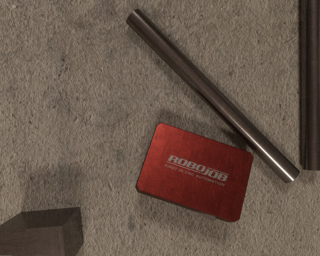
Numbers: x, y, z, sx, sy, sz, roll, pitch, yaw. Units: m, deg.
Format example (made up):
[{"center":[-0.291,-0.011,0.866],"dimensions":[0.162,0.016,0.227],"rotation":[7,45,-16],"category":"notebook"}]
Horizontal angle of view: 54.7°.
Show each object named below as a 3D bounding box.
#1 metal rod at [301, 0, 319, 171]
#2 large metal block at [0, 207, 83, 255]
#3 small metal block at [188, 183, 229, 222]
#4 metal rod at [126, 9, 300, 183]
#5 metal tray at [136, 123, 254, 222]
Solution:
[{"center":[0.202,-0.094,0.412],"dimensions":[0.025,0.025,0.298],"rotation":[0,90,-1],"category":"metal rod"},{"center":[-0.146,0.136,0.381],"dimensions":[0.081,0.080,0.050],"rotation":[-5,90,-1],"category":"large metal block"},{"center":[0.059,0.088,0.411],"dimensions":[0.050,0.025,0.050],"rotation":[30,90,-1],"category":"small metal block"},{"center":[0.070,-0.042,0.410],"dimensions":[0.025,0.025,0.300],"rotation":[-45,91,0],"category":"metal rod"},{"center":[0.044,0.057,0.395],"dimensions":[0.131,0.030,0.090],"rotation":[19,72,-1],"category":"metal tray"}]
